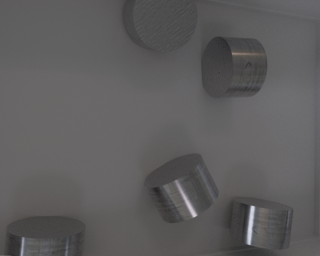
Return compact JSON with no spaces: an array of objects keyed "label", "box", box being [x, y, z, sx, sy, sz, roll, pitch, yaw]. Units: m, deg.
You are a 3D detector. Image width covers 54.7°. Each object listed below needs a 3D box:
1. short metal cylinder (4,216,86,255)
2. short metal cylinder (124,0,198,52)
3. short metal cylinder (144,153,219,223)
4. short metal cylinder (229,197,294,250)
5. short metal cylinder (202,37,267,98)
[{"label":"short metal cylinder","box":[-0.124,0.131,0.336,0.081,0.080,0.050,5,88,-20]},{"label":"short metal cylinder","box":[0.000,-0.137,0.386,0.081,0.050,0.079,-6,108,-18]},{"label":"short metal cylinder","box":[0.027,0.074,0.391,0.080,0.080,0.050,-30,100,-17]},{"label":"short metal cylinder","box":[0.141,0.130,0.433,0.081,0.080,0.050,8,87,-20]},{"label":"short metal cylinder","box":[0.097,-0.081,0.417,0.050,0.080,0.079,-4,92,-20]}]
